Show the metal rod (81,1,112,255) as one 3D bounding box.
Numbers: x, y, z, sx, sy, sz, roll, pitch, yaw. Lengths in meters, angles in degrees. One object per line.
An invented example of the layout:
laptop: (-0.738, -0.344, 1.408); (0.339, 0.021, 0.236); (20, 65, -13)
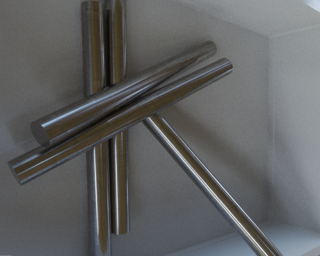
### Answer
metal rod: (-0.071, 0.012, 0.348); (0.025, 0.025, 0.298); (-3, 92, -40)

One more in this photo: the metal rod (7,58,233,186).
metal rod: (-0.018, -0.023, 0.354); (0.302, 0.025, 0.025); (-30, 109, -33)

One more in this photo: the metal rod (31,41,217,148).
metal rod: (-0.013, -0.058, 0.368); (0.302, 0.025, 0.025); (-35, 113, -44)

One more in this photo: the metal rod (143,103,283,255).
metal rod: (0.066, 0.077, 0.384); (0.300, 0.025, 0.025); (49, 57, 0)

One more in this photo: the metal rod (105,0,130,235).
metal rod: (-0.050, -0.027, 0.365); (0.025, 0.025, 0.298); (-2, 91, -40)
